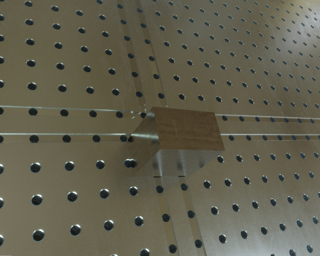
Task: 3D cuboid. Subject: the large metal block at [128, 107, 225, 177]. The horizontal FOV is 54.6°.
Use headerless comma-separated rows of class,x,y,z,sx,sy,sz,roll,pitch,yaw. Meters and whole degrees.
large metal block,0.016,0.020,0.369,0.081,0.080,0.050,4,60,-26
